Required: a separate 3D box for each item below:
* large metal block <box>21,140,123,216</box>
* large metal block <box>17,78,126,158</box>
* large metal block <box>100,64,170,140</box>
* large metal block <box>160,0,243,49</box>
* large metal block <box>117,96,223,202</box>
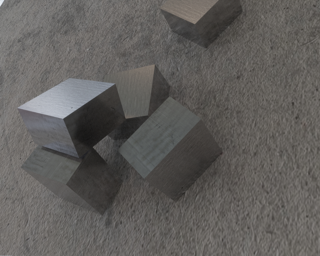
[{"bbox_3d":[-0.106,0.058,0.384,0.080,0.080,0.050,11,57,32],"label":"large metal block"},{"bbox_3d":[-0.102,-0.016,0.366,0.080,0.050,0.080,12,39,33],"label":"large metal block"},{"bbox_3d":[-0.036,-0.034,0.428,0.080,0.050,0.080,-8,58,24],"label":"large metal block"},{"bbox_3d":[0.062,-0.177,0.464,0.080,0.050,0.080,-46,51,-4],"label":"large metal block"},{"bbox_3d":[0.014,0.026,0.345,0.080,0.080,0.050,-46,51,-4],"label":"large metal block"}]
